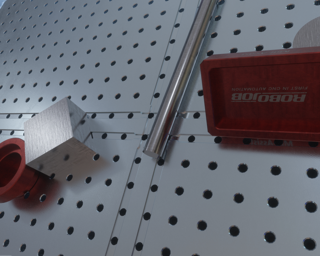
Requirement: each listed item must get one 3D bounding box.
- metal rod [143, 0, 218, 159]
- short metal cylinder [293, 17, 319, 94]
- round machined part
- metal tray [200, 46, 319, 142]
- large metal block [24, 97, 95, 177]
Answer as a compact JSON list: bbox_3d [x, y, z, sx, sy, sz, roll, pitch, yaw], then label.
[{"bbox_3d":[0.039,-0.097,0.447,0.025,0.025,0.300,7,65,31],"label":"metal rod"},{"bbox_3d":[0.191,-0.079,0.340,0.080,0.050,0.080,-13,56,21],"label":"short metal cylinder"},{"bbox_3d":[-0.226,0.067,0.474,0.098,0.042,0.098,-13,56,21],"label":"round machined part"},{"bbox_3d":[0.113,-0.035,0.329,0.130,0.089,0.030,2,24,29],"label":"metal tray"},{"bbox_3d":[-0.152,0.013,0.464,0.080,0.050,0.080,-29,52,9],"label":"large metal block"}]
